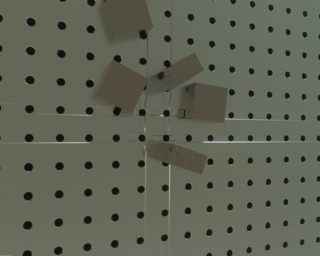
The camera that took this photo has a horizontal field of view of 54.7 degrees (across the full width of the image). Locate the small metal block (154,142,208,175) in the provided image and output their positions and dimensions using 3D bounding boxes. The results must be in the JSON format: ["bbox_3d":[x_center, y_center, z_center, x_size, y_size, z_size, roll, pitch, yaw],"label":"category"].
[{"bbox_3d":[0.026,0.039,0.410,0.050,0.050,0.025,20,83,-19],"label":"small metal block"}]

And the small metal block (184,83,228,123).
[{"bbox_3d":[0.065,-0.034,0.438,0.050,0.025,0.050,7,88,-20],"label":"small metal block"}]

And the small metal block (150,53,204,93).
[{"bbox_3d":[0.021,-0.072,0.408,0.050,0.050,0.025,-33,101,-17],"label":"small metal block"}]

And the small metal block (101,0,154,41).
[{"bbox_3d":[-0.042,-0.145,0.398,0.050,0.025,0.050,-19,97,-19],"label":"small metal block"}]

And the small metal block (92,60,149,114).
[{"bbox_3d":[-0.050,-0.051,0.395,0.050,0.025,0.050,27,81,-19],"label":"small metal block"}]
